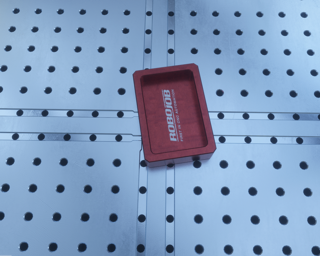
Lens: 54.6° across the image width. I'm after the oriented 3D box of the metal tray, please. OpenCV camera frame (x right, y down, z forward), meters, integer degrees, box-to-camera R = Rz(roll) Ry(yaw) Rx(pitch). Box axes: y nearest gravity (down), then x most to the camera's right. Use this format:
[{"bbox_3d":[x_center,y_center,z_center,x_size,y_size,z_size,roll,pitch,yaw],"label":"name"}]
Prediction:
[{"bbox_3d":[0.017,-0.019,0.416,0.091,0.030,0.130,-8,70,-3],"label":"metal tray"}]
